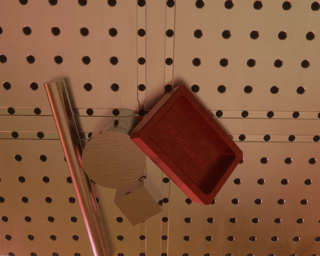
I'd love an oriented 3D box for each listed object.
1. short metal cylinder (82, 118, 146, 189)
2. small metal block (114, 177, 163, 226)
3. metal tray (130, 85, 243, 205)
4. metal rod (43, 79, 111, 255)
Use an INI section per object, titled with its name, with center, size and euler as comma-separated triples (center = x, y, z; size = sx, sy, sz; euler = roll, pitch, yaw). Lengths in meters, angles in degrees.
[short metal cylinder]
center = -0.058, 0.033, 0.411
size = 0.081, 0.050, 0.079
euler = 0, 110, -1
[small metal block]
center = -0.031, 0.108, 0.453
size = 0.050, 0.025, 0.050
euler = -31, 108, 10
[metal tray]
center = 0.037, 0.022, 0.394
size = 0.130, 0.030, 0.090
euler = 47, 67, -15
[metal rod]
center = -0.110, 0.079, 0.441
size = 0.025, 0.025, 0.298
euler = -9, 110, 3
